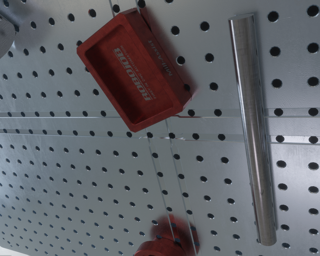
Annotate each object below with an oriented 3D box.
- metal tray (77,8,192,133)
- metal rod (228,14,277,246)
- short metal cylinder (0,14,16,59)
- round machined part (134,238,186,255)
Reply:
[{"bbox_3d":[-0.033,-0.066,0.384,0.090,0.030,0.130,-24,106,36],"label":"metal tray"},{"bbox_3d":[0.113,0.022,0.365,0.025,0.025,0.298,0,118,28],"label":"metal rod"},{"bbox_3d":[-0.251,-0.130,0.427,0.050,0.080,0.080,40,129,1],"label":"short metal cylinder"},{"bbox_3d":[0.007,0.232,0.540,0.098,0.042,0.097,13,124,21],"label":"round machined part"}]
